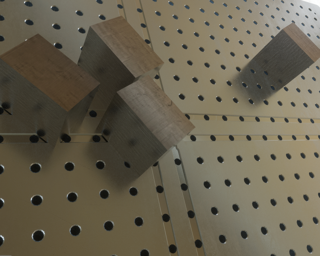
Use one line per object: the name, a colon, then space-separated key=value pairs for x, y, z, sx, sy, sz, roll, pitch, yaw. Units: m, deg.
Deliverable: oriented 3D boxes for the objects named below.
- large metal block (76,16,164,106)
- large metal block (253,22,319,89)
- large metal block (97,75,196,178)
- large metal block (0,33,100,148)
large metal block: x=-0.053 y=-0.078 z=0.391 sx=0.080 sy=0.080 sz=0.050 roll=49 pitch=51 yaw=6
large metal block: x=0.239 y=-0.136 z=0.583 sx=0.080 sy=0.080 sz=0.050 roll=49 pitch=51 yaw=6
large metal block: x=-0.019 y=0.000 z=0.362 sx=0.080 sy=0.080 sz=0.050 roll=49 pitch=51 yaw=6
large metal block: x=-0.121 y=-0.037 z=0.330 sx=0.080 sy=0.080 sz=0.050 roll=39 pitch=51 yaw=-2
